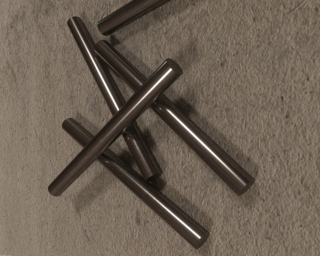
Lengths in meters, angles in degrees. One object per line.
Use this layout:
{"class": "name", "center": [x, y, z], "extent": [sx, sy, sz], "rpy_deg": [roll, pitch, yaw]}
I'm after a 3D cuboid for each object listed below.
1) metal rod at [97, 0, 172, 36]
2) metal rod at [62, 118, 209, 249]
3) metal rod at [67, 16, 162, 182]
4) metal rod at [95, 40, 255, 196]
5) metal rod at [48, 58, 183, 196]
{"class": "metal rod", "center": [0.029, -0.180, 0.379], "extent": [0.300, 0.025, 0.025], "rpy_deg": [-14, 82, 38]}
{"class": "metal rod", "center": [-0.053, 0.063, 0.446], "extent": [0.300, 0.025, 0.025], "rpy_deg": [34, 111, 34]}
{"class": "metal rod", "center": [-0.076, -0.056, 0.464], "extent": [0.025, 0.025, 0.299], "rpy_deg": [-43, 64, 31]}
{"class": "metal rod", "center": [0.001, -0.031, 0.401], "extent": [0.300, 0.025, 0.025], "rpy_deg": [46, 117, 30]}
{"class": "metal rod", "center": [-0.078, 0.015, 0.432], "extent": [0.299, 0.025, 0.025], "rpy_deg": [-42, 65, 31]}
